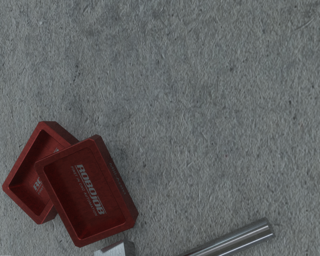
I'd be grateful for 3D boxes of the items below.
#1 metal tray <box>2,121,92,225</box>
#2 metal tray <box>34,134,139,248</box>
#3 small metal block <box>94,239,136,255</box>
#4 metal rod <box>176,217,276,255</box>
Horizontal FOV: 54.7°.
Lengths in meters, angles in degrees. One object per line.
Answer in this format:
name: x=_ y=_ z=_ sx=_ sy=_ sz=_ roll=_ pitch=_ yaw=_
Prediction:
metal tray: x=-0.170 y=0.065 z=0.464 sx=0.090 sy=0.030 sz=0.129 roll=37 pitch=101 yaw=16
metal tray: x=-0.097 y=0.085 z=0.416 sx=0.090 sy=0.030 sz=0.129 roll=-24 pitch=96 yaw=9
small metal block: x=-0.059 y=0.186 z=0.417 sx=0.050 sy=0.025 sz=0.050 roll=-29 pitch=51 yaw=17
metal rod: x=0.006 y=0.189 z=0.406 sx=0.300 sy=0.025 sz=0.025 roll=-30 pitch=80 yaw=17
